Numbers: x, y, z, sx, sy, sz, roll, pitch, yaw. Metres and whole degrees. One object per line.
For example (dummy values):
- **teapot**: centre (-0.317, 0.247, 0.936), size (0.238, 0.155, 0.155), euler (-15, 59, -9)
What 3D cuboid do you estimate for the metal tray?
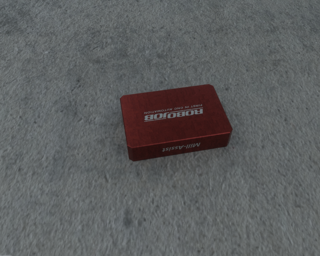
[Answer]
- **metal tray**: centre (0.018, -0.010, 0.409), size (0.131, 0.030, 0.090), euler (-8, 51, -7)
